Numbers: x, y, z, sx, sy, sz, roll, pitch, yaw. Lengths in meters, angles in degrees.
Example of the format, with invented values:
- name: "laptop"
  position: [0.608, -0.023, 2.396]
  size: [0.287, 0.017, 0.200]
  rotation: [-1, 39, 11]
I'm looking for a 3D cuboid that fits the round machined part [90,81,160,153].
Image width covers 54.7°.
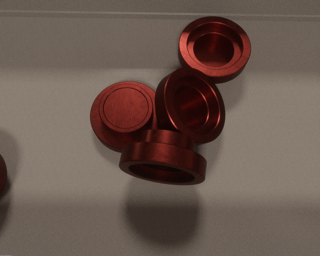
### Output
- name: "round machined part"
  position: [-0.043, -0.019, 0.407]
  size: [0.099, 0.042, 0.098]
  rotation: [0, 70, -1]

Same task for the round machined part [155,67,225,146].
- name: "round machined part"
  position: [0.034, -0.024, 0.394]
  size: [0.099, 0.042, 0.098]
  rotation: [12, 69, -33]

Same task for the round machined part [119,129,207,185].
- name: "round machined part"
  position: [0.005, 0.033, 0.359]
  size: [0.099, 0.098, 0.042]
  rotation: [9, 68, 3]

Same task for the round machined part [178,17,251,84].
- name: "round machined part"
  position: [0.075, -0.105, 0.440]
  size: [0.099, 0.042, 0.098]
  rotation: [0, 70, -1]

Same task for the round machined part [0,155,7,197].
- name: "round machined part"
  position: [-0.234, 0.064, 0.374]
  size: [0.099, 0.042, 0.098]
  rotation: [0, 70, -1]
